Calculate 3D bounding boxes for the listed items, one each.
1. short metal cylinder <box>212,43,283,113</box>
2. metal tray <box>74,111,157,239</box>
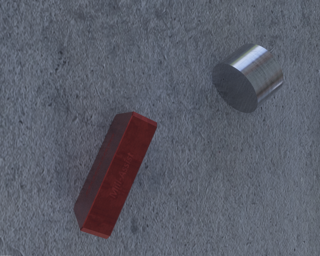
[{"bbox_3d":[0.118,-0.067,0.424,0.050,0.080,0.080,-38,103,-16],"label":"short metal cylinder"},{"bbox_3d":[-0.054,0.047,0.354,0.030,0.090,0.130,26,81,-18],"label":"metal tray"}]
